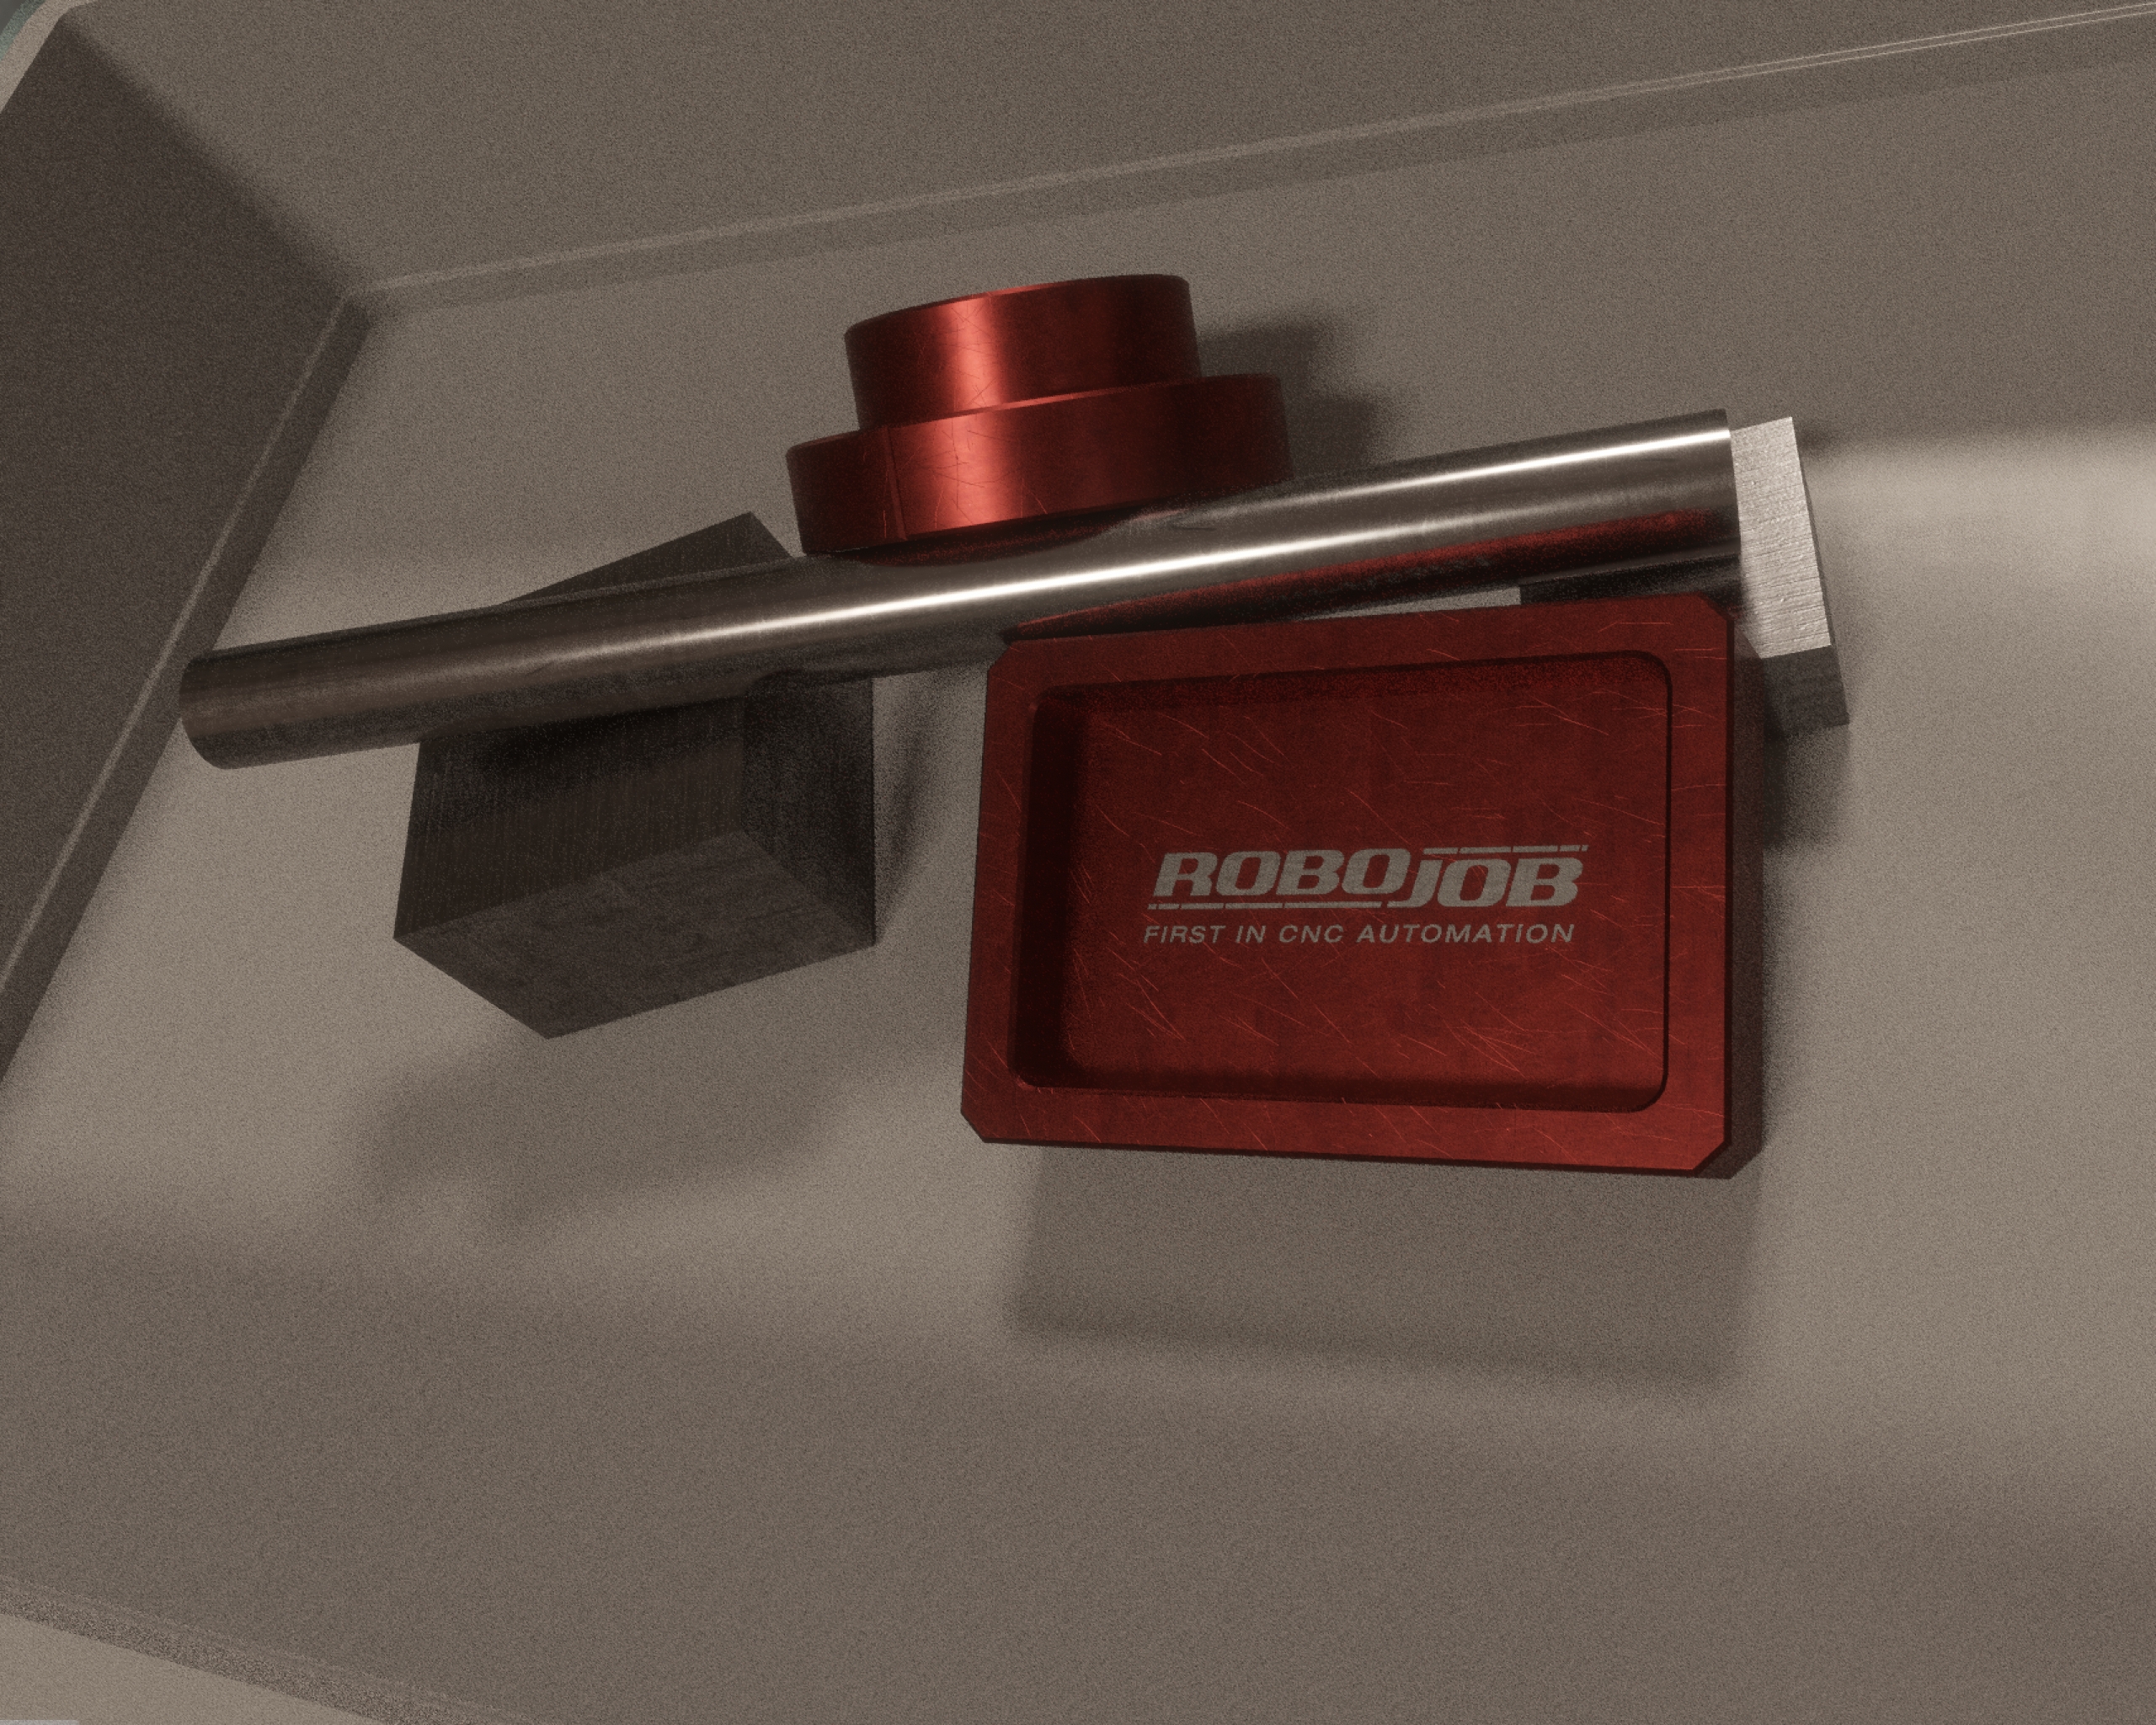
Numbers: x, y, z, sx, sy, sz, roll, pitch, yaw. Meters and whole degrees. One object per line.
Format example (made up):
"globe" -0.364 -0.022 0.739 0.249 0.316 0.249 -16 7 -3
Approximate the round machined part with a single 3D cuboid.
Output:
"round machined part" -0.009 -0.089 0.412 0.098 0.098 0.042 -4 100 26

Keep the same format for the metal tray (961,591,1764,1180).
"metal tray" 0.046 0.005 0.354 0.130 0.030 0.090 -1 80 26

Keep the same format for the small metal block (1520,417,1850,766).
"small metal block" 0.108 -0.047 0.375 0.050 0.025 0.050 -11 57 22

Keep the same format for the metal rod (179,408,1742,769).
"metal rod" -0.034 -0.048 0.392 0.301 0.025 0.025 -6 59 16

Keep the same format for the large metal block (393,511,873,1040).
"large metal block" -0.092 -0.017 0.443 0.080 0.050 0.080 -16 55 18
